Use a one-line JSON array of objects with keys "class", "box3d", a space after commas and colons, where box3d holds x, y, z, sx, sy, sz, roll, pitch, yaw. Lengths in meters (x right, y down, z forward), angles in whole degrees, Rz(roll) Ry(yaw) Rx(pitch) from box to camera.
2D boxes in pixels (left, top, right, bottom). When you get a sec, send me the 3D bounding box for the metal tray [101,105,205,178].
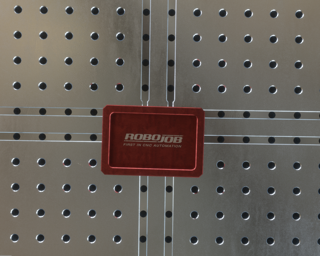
[{"class": "metal tray", "box3d": [-0.009, 0.017, 0.410, 0.131, 0.030, 0.090, 2, 90, 0]}]
